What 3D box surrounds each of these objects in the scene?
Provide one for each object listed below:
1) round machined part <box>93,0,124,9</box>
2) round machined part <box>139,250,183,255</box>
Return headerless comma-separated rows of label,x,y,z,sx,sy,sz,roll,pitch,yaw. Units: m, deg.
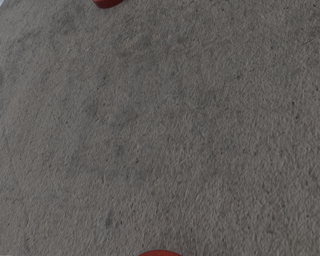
round machined part,-0.102,-0.293,0.627,0.098,0.042,0.098,-13,56,21
round machined part,0.005,0.168,0.287,0.098,0.042,0.098,-13,56,21
